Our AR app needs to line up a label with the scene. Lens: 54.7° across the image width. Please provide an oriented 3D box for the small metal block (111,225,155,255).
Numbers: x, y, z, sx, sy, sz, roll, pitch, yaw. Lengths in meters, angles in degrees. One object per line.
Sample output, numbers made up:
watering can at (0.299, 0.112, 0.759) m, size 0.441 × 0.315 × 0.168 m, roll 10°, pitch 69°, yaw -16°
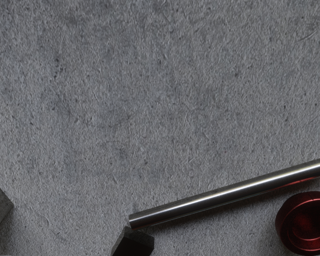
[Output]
small metal block at (-0.043, 0.186, 0.478) m, size 0.050 × 0.025 × 0.050 m, roll 26°, pitch 108°, yaw -10°

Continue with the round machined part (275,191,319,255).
round machined part at (0.217, 0.133, 0.452) m, size 0.099 × 0.042 × 0.097 m, roll 0°, pitch 110°, yaw 0°

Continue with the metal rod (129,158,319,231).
metal rod at (0.101, 0.095, 0.445) m, size 0.301 × 0.025 × 0.025 m, roll -18°, pitch 109°, yaw 6°

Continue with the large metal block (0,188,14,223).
large metal block at (-0.266, 0.125, 0.424) m, size 0.080 × 0.080 × 0.050 m, roll -27°, pitch 108°, yaw 9°
